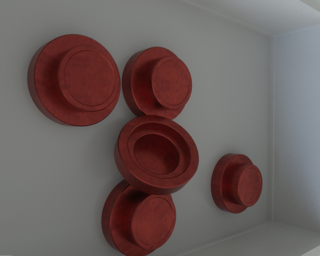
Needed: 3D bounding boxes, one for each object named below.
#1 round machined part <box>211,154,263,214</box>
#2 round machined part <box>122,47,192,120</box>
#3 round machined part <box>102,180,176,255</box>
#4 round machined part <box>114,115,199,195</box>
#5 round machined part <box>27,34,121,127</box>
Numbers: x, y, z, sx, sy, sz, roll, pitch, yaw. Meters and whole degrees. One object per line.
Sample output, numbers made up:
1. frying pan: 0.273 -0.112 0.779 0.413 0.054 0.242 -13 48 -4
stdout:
1. round machined part: 0.132 0.092 0.510 0.099 0.042 0.097 0 90 -40
2. round machined part: 0.003 -0.056 0.400 0.099 0.042 0.097 0 90 -40
3. round machined part: -0.018 0.110 0.382 0.099 0.042 0.097 0 90 -40
4. round machined part: -0.007 0.035 0.371 0.099 0.042 0.098 12 51 -15
5. round machined part: -0.083 -0.050 0.327 0.099 0.042 0.097 0 90 -40
